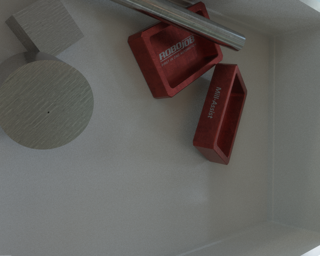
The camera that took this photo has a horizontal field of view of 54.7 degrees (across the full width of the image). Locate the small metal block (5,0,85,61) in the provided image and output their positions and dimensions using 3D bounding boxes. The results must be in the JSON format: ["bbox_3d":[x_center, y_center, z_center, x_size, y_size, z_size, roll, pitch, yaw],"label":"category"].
[{"bbox_3d":[-0.114,-0.099,0.312,0.050,0.025,0.050,-48,119,-30],"label":"small metal block"}]

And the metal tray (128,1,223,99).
[{"bbox_3d":[0.027,-0.109,0.427,0.131,0.030,0.090,-39,114,-33],"label":"metal tray"}]

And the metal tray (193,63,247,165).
[{"bbox_3d":[0.094,-0.019,0.463,0.090,0.030,0.130,42,62,-57],"label":"metal tray"}]

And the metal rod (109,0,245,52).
[{"bbox_3d":[-0.017,-0.146,0.362,0.302,0.025,0.025,11,83,-30],"label":"metal rod"}]

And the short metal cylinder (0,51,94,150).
[{"bbox_3d":[-0.109,-0.027,0.284,0.081,0.050,0.079,-14,117,-29],"label":"short metal cylinder"}]
